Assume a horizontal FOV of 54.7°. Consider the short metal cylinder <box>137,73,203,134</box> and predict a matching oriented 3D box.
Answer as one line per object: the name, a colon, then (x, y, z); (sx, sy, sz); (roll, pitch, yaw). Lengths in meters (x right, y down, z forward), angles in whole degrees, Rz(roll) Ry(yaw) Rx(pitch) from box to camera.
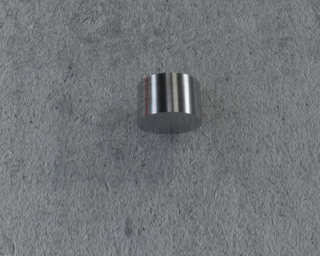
short metal cylinder: (0.012, -0.028, 0.391); (0.081, 0.080, 0.050); (-1, 70, -1)
